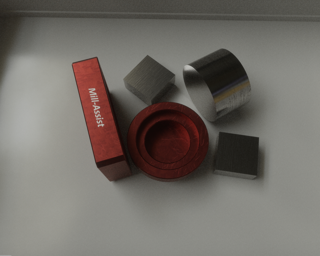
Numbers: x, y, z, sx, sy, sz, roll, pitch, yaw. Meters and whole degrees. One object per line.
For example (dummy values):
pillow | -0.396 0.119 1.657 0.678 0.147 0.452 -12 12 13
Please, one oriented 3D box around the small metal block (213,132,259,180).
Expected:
small metal block | 0.097 0.036 0.396 0.050 0.025 0.050 8 70 4

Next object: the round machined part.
round machined part | 0.009 0.020 0.390 0.099 0.042 0.098 0 70 -1

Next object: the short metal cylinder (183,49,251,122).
short metal cylinder | 0.072 -0.055 0.400 0.050 0.080 0.080 -28 73 -10

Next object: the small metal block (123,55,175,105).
small metal block | -0.014 -0.065 0.431 0.050 0.025 0.050 38 75 14

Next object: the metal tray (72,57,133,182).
metal tray | -0.068 -0.008 0.375 0.030 0.090 0.130 -16 71 -6
